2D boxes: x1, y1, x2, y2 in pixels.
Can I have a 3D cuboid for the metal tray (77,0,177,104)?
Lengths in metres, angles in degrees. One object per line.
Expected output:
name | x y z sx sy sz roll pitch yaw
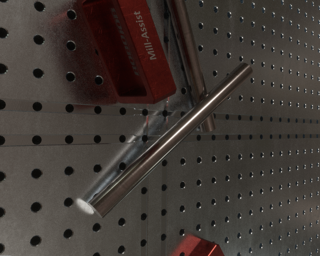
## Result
metal tray | -0.038 -0.091 0.333 0.030 0.090 0.129 -30 109 -27

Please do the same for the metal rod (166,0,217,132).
metal rod | 0.033 -0.137 0.438 0.025 0.025 0.298 -27 107 -37

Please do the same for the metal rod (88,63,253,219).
metal rod | 0.029 0.002 0.412 0.301 0.025 0.025 -42 116 -24

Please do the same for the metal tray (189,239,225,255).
metal tray | 0.076 0.249 0.473 0.090 0.030 0.129 -41 115 -33
